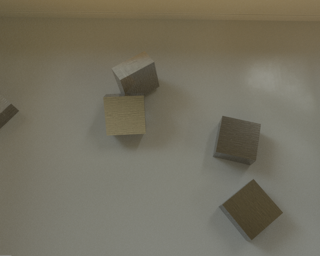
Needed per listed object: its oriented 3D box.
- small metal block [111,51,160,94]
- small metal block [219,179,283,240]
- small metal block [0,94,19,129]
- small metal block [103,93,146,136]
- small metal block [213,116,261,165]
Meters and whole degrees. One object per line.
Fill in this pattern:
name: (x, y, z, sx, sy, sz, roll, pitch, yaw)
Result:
small metal block: (-0.032, -0.068, 0.418, 0.050, 0.050, 0.025, -31, 59, -11)
small metal block: (0.108, 0.099, 0.374, 0.050, 0.025, 0.050, -36, 74, -12)
small metal block: (-0.231, -0.024, 0.417, 0.050, 0.025, 0.050, 37, 74, 12)
small metal block: (-0.045, -0.019, 0.403, 0.050, 0.025, 0.050, -3, 105, -1)
small metal block: (0.100, 0.016, 0.404, 0.050, 0.025, 0.050, 13, 70, 4)
